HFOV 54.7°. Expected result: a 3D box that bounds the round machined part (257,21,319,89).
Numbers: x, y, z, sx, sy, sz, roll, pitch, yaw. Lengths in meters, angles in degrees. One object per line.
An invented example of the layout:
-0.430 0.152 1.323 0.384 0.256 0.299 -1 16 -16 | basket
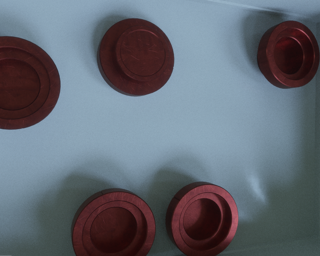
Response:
0.189 -0.108 0.471 0.099 0.042 0.097 0 90 -20 | round machined part

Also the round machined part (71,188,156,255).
-0.058 0.122 0.380 0.099 0.042 0.097 0 90 -20 | round machined part

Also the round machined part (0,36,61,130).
-0.162 -0.047 0.342 0.099 0.042 0.097 0 90 -20 | round machined part

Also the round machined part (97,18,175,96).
-0.027 -0.090 0.391 0.099 0.042 0.097 0 90 -20 | round machined part

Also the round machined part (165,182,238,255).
0.053 0.121 0.421 0.099 0.042 0.097 0 90 -20 | round machined part
